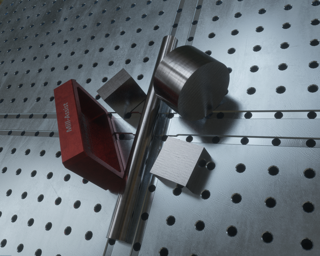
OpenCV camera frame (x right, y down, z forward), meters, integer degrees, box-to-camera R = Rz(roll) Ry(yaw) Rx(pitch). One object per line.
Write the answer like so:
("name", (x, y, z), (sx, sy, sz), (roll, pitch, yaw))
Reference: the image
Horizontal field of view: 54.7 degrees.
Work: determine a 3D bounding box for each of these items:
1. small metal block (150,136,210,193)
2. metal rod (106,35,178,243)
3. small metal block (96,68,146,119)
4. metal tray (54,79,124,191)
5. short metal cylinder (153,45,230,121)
("small metal block", (0.024, 0.043, 0.369), (0.050, 0.025, 0.050), (16, 70, 34))
("metal rod", (-0.017, -0.003, 0.417), (0.025, 0.025, 0.300), (0, 61, 28))
("small metal block", (-0.054, -0.049, 0.448), (0.050, 0.050, 0.025), (-41, 51, 0))
("metal tray", (-0.093, 0.008, 0.408), (0.030, 0.090, 0.130), (-29, 52, 10))
("short metal cylinder", (0.039, -0.055, 0.385), (0.080, 0.080, 0.050), (-44, 51, -3))
